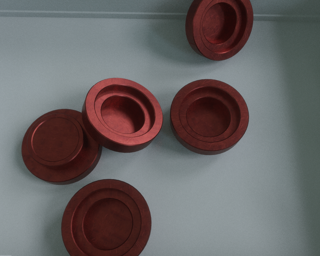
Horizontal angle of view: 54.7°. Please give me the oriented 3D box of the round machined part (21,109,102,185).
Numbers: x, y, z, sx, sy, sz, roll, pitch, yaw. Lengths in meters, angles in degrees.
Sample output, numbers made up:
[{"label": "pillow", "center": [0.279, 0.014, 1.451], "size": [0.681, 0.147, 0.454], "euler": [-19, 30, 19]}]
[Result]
[{"label": "round machined part", "center": [-0.126, 0.020, 0.392], "size": [0.099, 0.042, 0.098], "euler": [0, 70, -1]}]

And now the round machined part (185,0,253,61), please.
[{"label": "round machined part", "center": [0.079, -0.148, 0.437], "size": [0.098, 0.098, 0.042], "euler": [-30, 34, -11]}]

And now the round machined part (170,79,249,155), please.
[{"label": "round machined part", "center": [0.062, -0.011, 0.406], "size": [0.099, 0.042, 0.098], "euler": [0, 70, -1]}]

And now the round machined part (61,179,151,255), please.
[{"label": "round machined part", "center": [-0.059, 0.111, 0.359], "size": [0.099, 0.042, 0.098], "euler": [0, 70, -1]}]

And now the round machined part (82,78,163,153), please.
[{"label": "round machined part", "center": [-0.050, -0.012, 0.392], "size": [0.099, 0.042, 0.098], "euler": [13, 55, -19]}]
